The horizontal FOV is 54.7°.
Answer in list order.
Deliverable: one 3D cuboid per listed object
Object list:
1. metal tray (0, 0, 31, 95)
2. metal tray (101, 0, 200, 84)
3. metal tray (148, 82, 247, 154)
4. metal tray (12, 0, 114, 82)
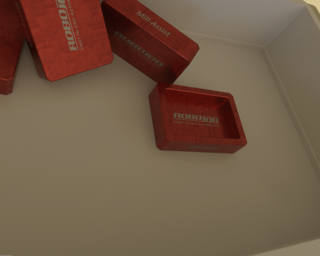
[{"bbox_3d":[-0.207,-0.107,0.356,0.091,0.030,0.130,11,57,-22],"label":"metal tray"},{"bbox_3d":[-0.022,-0.116,0.421,0.130,0.090,0.030,34,67,-6],"label":"metal tray"},{"bbox_3d":[0.054,-0.012,0.440,0.131,0.030,0.090,5,60,-26],"label":"metal tray"},{"bbox_3d":[-0.114,-0.130,0.364,0.091,0.030,0.129,-26,118,-30],"label":"metal tray"}]
